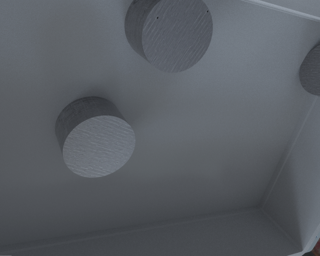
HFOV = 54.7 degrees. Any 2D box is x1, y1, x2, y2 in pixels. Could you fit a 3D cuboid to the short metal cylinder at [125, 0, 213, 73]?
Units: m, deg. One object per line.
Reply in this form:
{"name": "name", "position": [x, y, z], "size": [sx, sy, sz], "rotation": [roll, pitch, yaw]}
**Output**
{"name": "short metal cylinder", "position": [0.009, -0.105, 0.332], "size": [0.081, 0.050, 0.079], "rotation": [-14, 124, -21]}

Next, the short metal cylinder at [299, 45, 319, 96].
{"name": "short metal cylinder", "position": [0.261, -0.082, 0.464], "size": [0.050, 0.080, 0.079], "rotation": [11, 113, -33]}

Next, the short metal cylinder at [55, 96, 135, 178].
{"name": "short metal cylinder", "position": [-0.075, 0.010, 0.357], "size": [0.081, 0.050, 0.079], "rotation": [-14, 124, -21]}
